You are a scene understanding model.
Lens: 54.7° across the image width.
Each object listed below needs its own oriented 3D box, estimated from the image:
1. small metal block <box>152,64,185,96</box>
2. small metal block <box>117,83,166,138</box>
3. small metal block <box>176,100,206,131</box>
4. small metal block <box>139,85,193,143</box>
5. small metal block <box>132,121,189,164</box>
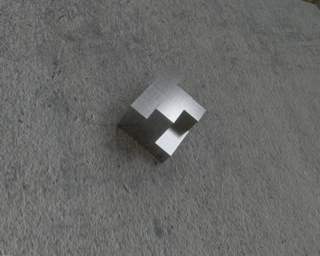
[{"bbox_3d":[0.002,-0.052,0.423,0.025,0.050,0.050,40,51,-2],"label":"small metal block"},{"bbox_3d":[-0.023,-0.021,0.391,0.025,0.050,0.050,40,51,-2],"label":"small metal block"},{"bbox_3d":[0.025,-0.020,0.416,0.050,0.050,0.025,40,51,-2],"label":"small metal block"},{"bbox_3d":[0.007,-0.017,0.372,0.025,0.050,0.050,40,51,-2],"label":"small metal block"},{"bbox_3d":[0.001,0.009,0.402,0.050,0.025,0.050,40,51,-1],"label":"small metal block"}]
